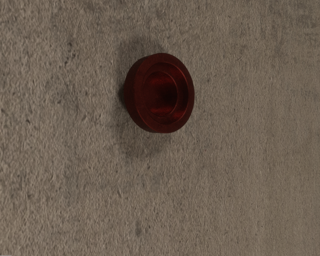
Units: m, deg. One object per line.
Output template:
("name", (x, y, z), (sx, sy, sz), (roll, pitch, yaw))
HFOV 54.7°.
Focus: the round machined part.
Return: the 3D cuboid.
("round machined part", (-0.005, -0.042, 0.391), (0.099, 0.042, 0.097), (0, 90, -40))
